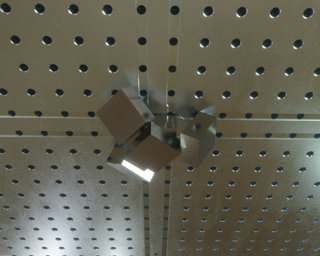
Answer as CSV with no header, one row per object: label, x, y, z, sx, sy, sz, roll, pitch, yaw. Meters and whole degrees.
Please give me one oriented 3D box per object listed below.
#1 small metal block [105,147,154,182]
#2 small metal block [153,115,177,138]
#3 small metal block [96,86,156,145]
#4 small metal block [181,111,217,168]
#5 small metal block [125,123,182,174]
small metal block,-0.041,0.051,0.438,0.050,0.025,0.050,37,158,-27
small metal block,-0.004,0.010,0.420,0.050,0.025,0.050,1,133,-1
small metal block,-0.042,-0.015,0.382,0.050,0.025,0.050,-39,85,28
small metal block,0.050,0.015,0.404,0.025,0.050,0.050,21,136,26
small metal block,-0.009,0.026,0.400,0.050,0.025,0.050,33,122,-26
